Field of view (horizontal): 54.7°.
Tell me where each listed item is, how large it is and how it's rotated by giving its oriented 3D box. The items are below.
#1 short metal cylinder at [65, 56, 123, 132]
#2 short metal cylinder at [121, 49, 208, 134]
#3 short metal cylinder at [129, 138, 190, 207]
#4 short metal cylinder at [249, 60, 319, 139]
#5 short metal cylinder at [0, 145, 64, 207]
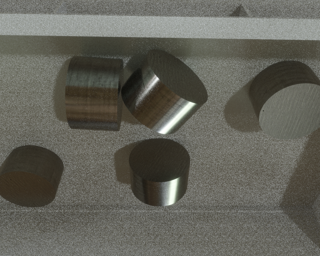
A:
[{"bbox_3d":[-0.068,-0.037,0.340,0.050,0.080,0.079,3,130,-3],"label":"short metal cylinder"},{"bbox_3d":[0.005,-0.040,0.339,0.080,0.080,0.050,28,124,-22],"label":"short metal cylinder"},{"bbox_3d":[-0.001,0.059,0.423,0.081,0.080,0.050,1,130,-1],"label":"short metal cylinder"},{"bbox_3d":[0.152,-0.032,0.367,0.081,0.050,0.079,0,130,0],"label":"short metal cylinder"},{"bbox_3d":[-0.187,0.071,0.450,0.081,0.050,0.079,0,130,0],"label":"short metal cylinder"}]
